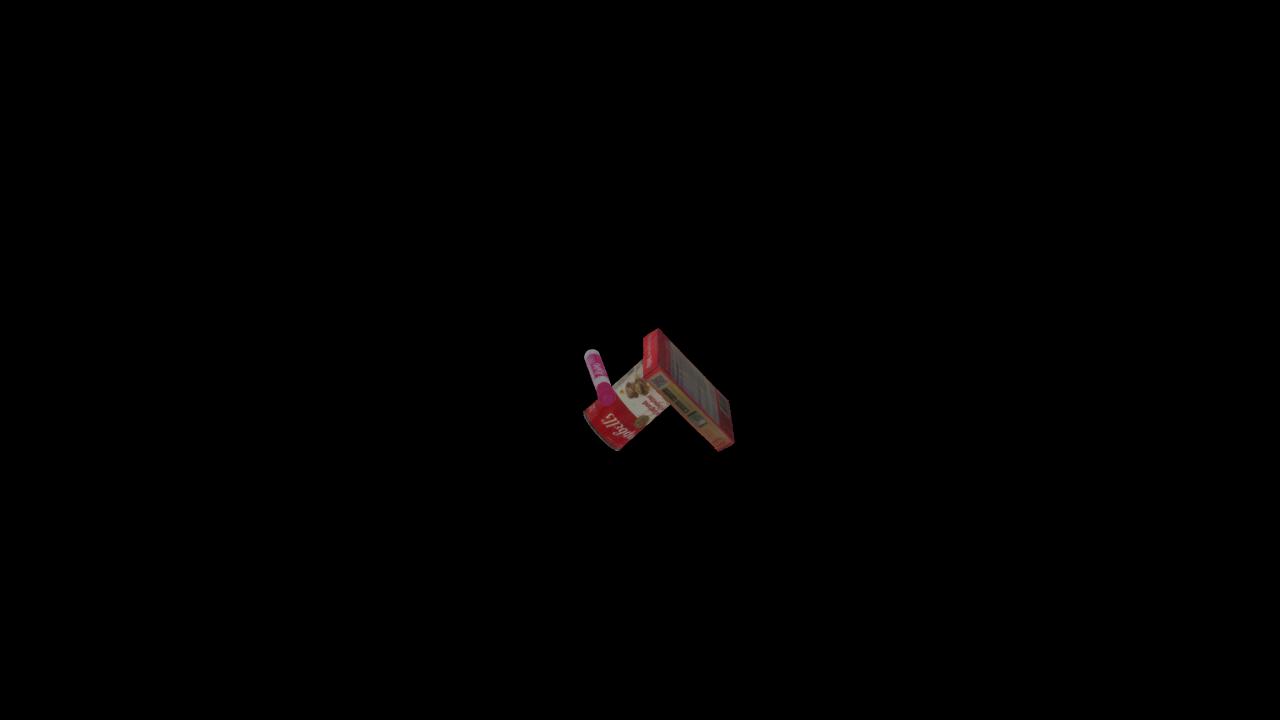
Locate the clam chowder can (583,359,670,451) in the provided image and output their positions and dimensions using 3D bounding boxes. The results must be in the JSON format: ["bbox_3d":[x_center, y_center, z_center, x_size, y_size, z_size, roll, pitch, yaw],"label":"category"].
[{"bbox_3d":[-0.011,0.055,0.768,0.102,0.068,0.068,-42,-5,5],"label":"clam chowder can"}]

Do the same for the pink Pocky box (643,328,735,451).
[{"bbox_3d":[0.061,0.037,0.766,0.029,0.155,0.084,-33,29,22],"label":"pink Pocky box"}]

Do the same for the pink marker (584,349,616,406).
[{"bbox_3d":[-0.044,0.018,0.666,0.020,0.020,0.121,0,22,-13],"label":"pink marker"}]
